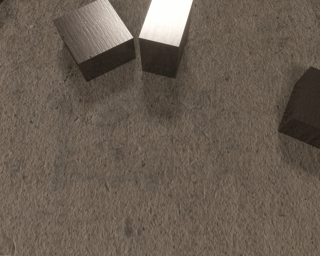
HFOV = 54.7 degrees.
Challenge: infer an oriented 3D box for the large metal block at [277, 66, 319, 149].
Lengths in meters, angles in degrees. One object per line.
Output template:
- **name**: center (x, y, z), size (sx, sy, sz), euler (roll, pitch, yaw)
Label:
- **large metal block**: center (0.214, -0.022, 0.405), size (0.080, 0.050, 0.080), euler (24, 72, 8)

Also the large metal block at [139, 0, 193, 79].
- **large metal block**: center (0.009, -0.127, 0.425), size (0.050, 0.080, 0.080), euler (15, 71, 5)

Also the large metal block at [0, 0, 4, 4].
- **large metal block**: center (-0.272, -0.227, 0.458), size (0.050, 0.080, 0.080), euler (23, 72, 8)

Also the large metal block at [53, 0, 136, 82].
- **large metal block**: center (-0.091, -0.125, 0.439), size (0.080, 0.050, 0.080), euler (-29, 73, -10)
